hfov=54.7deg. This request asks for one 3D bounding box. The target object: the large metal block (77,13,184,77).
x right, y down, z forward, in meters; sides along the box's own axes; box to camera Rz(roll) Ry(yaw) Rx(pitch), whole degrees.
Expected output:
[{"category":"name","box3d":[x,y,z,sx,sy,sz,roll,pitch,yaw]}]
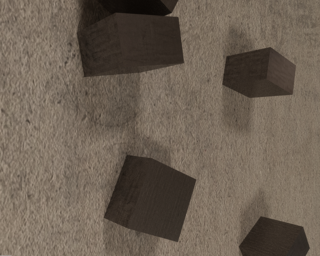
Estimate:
[{"category":"large metal block","box3d":[-0.033,-0.089,0.343,0.081,0.080,0.050,-13,99,-40]}]

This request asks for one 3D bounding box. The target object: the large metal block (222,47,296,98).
[{"category":"large metal block","box3d":[0.163,-0.087,0.508,0.081,0.080,0.050,16,80,-39]}]

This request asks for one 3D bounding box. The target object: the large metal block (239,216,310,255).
[{"category":"large metal block","box3d":[0.200,0.209,0.541,0.080,0.080,0.050,-37,114,-34]}]

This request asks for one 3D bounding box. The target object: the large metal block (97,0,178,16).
[{"category":"large metal block","box3d":[-0.030,-0.164,0.345,0.080,0.080,0.050,37,67,-34]}]

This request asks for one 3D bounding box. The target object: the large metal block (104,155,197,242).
[{"category":"large metal block","box3d":[-0.010,0.086,0.382,0.080,0.050,0.080,30,71,-36]}]
